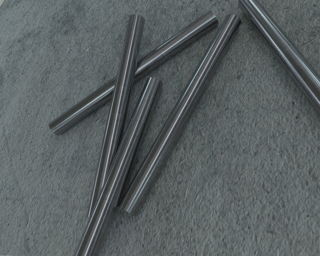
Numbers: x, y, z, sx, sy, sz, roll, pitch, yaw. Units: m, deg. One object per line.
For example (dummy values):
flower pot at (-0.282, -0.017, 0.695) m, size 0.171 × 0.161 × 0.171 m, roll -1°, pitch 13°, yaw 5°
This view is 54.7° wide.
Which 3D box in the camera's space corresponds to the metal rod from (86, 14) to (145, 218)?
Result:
metal rod at (-0.056, -0.029, 0.429) m, size 0.025 × 0.025 × 0.299 m, roll -2°, pitch 67°, yaw 27°

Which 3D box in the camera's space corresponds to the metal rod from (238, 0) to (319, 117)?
metal rod at (0.162, -0.069, 0.361) m, size 0.025 × 0.025 × 0.299 m, roll -26°, pitch 52°, yaw 12°

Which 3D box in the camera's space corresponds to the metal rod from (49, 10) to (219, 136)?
metal rod at (-0.043, -0.082, 0.476) m, size 0.300 × 0.025 × 0.025 m, roll -34°, pitch 51°, yaw 5°

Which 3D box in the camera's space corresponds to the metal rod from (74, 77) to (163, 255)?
metal rod at (-0.052, 0.060, 0.377) m, size 0.025 × 0.025 × 0.300 m, roll 2°, pitch 57°, yaw 29°

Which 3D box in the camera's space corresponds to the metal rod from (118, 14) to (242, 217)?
metal rod at (0.033, -0.028, 0.403) m, size 0.025 × 0.025 × 0.300 m, roll 19°, pitch 71°, yaw 35°
